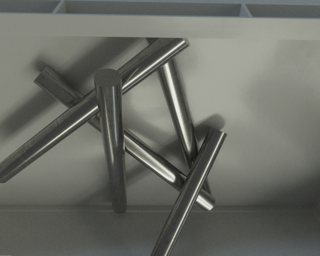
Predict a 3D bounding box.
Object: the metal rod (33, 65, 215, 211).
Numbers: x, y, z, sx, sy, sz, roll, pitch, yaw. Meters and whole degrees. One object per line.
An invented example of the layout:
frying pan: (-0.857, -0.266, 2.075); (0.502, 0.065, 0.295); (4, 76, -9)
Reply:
metal rod: (-0.031, 0.027, 0.413); (0.025, 0.025, 0.301); (-37, 116, 27)

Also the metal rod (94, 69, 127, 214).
metal rod: (-0.058, 0.043, 0.403); (0.025, 0.025, 0.298); (3, 143, -3)

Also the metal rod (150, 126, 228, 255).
metal rod: (0.018, 0.139, 0.430); (0.025, 0.025, 0.298); (23, 96, -18)

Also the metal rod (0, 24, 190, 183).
metal rod: (-0.095, -0.014, 0.355); (0.300, 0.025, 0.025); (-33, 123, 22)

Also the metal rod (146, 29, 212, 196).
metal rod: (0.037, 0.011, 0.419); (0.025, 0.025, 0.299); (-12, 130, 9)
